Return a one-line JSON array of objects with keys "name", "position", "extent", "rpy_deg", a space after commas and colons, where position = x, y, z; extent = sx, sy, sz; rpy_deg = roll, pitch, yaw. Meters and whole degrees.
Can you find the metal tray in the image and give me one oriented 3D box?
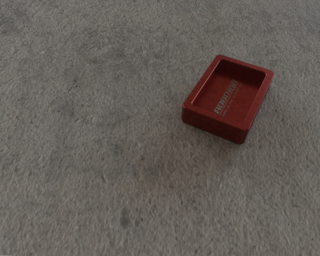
[{"name": "metal tray", "position": [0.098, -0.046, 0.439], "extent": [0.090, 0.030, 0.130], "rpy_deg": [23, 53, 17]}]
